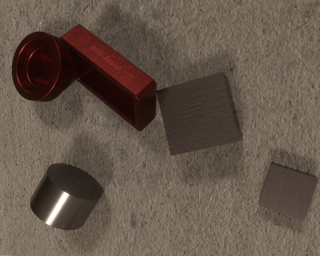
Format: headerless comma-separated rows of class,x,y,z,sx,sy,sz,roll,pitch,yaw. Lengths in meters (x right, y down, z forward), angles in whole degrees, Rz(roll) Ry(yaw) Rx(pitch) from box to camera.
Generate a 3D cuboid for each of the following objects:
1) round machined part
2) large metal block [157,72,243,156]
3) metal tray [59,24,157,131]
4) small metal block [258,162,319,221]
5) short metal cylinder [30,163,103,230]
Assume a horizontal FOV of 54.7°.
round machined part,-0.165,-0.086,0.451,0.098,0.042,0.097,-1,88,28
large metal block,0.049,-0.015,0.378,0.080,0.050,0.080,-14,85,19
metal tray,-0.063,-0.061,0.394,0.130,0.090,0.030,39,69,15
small metal block,0.147,0.072,0.357,0.050,0.025,0.050,18,96,18
short metal cylinder,-0.127,0.092,0.423,0.080,0.080,0.050,35,101,16
